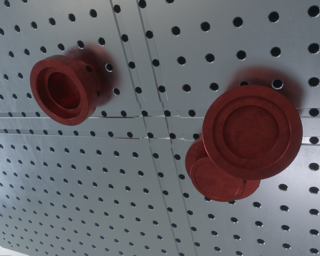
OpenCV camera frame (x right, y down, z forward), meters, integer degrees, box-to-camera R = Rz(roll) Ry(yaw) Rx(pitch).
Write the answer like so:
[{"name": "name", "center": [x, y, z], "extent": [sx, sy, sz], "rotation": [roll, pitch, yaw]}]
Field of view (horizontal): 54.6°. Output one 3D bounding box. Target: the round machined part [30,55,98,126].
[{"name": "round machined part", "center": [-0.128, -0.055, 0.435], "extent": [0.098, 0.042, 0.097], "rotation": [13, 124, 21]}]

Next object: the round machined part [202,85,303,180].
[{"name": "round machined part", "center": [0.097, 0.004, 0.334], "extent": [0.098, 0.042, 0.097], "rotation": [1, 93, 15]}]

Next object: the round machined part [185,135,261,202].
[{"name": "round machined part", "center": [0.077, 0.055, 0.394], "extent": [0.098, 0.042, 0.097], "rotation": [13, 124, 21]}]
